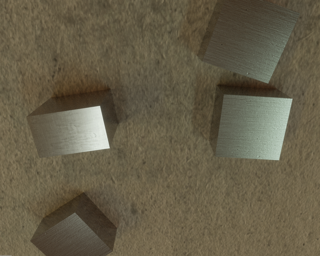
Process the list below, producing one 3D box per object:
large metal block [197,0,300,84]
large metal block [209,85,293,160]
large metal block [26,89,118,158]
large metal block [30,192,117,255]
[{"bbox_3d":[0.098,-0.106,0.359,0.080,0.050,0.079,17,109,-7],"label":"large metal block"},{"bbox_3d":[0.111,-0.008,0.395,0.081,0.050,0.079,3,110,-2],"label":"large metal block"},{"bbox_3d":[-0.100,-0.009,0.376,0.080,0.080,0.050,-8,110,2],"label":"large metal block"},{"bbox_3d":[-0.122,0.155,0.452,0.080,0.050,0.080,-34,107,11],"label":"large metal block"}]
